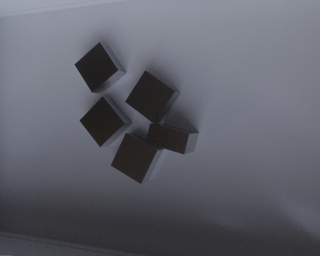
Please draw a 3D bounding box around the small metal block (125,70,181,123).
[{"bbox_3d":[-0.010,-0.041,0.414,0.050,0.025,0.050,37,102,16],"label":"small metal block"}]

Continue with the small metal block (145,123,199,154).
[{"bbox_3d":[0.017,0.013,0.391,0.050,0.050,0.025,15,95,19],"label":"small metal block"}]

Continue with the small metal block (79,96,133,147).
[{"bbox_3d":[-0.076,-0.009,0.437,0.050,0.025,0.050,-43,77,15],"label":"small metal block"}]

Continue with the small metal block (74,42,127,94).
[{"bbox_3d":[-0.085,-0.084,0.440,0.050,0.025,0.050,-36,79,16],"label":"small metal block"}]

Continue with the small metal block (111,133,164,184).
[{"bbox_3d":[-0.031,0.040,0.421,0.050,0.025,0.050,28,99,17],"label":"small metal block"}]
